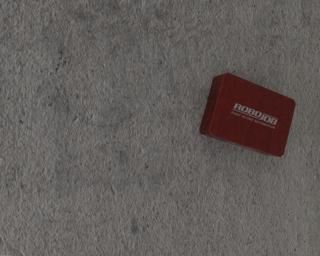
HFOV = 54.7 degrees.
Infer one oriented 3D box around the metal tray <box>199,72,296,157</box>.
[{"bbox_3d":[0.131,-0.017,0.454,0.131,0.030,0.090,17,84,-19],"label":"metal tray"}]
